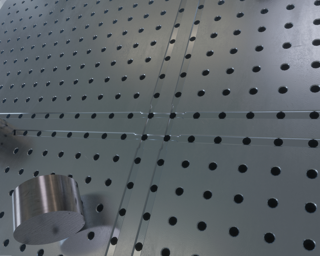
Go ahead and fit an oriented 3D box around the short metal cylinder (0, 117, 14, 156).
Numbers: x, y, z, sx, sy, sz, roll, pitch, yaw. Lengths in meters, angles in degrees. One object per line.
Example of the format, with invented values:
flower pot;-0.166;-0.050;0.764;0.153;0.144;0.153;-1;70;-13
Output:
short metal cylinder;-0.309;0.013;0.547;0.080;0.050;0.080;-13;56;21

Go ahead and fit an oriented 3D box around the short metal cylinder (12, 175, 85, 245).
short metal cylinder;-0.138;0.102;0.383;0.080;0.080;0.050;-31;52;8
